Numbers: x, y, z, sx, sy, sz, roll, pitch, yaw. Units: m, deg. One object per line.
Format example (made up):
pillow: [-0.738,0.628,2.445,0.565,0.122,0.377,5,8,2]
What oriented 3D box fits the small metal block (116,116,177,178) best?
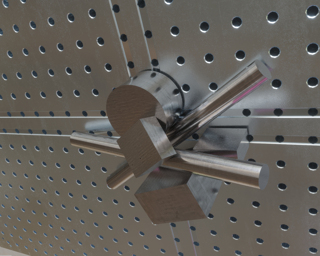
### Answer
small metal block: [-0.017,0.022,0.353,0.050,0.025,0.050,-41,73,39]

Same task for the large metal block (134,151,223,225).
large metal block: [0.027,0.074,0.401,0.080,0.080,0.050,-19,108,35]

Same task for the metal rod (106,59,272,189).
metal rod: [0.015,0.014,0.408,0.025,0.025,0.299,47,129,-5]

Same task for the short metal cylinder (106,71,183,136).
short metal cylinder: [-0.019,-0.025,0.385,0.080,0.050,0.079,13,123,21]

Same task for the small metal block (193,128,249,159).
small metal block: [0.073,0.023,0.366,0.050,0.050,0.025,1,119,29]

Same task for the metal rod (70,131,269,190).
metal rod: [-0.016,0.032,0.389,0.300,0.025,0.025,7,123,40]
